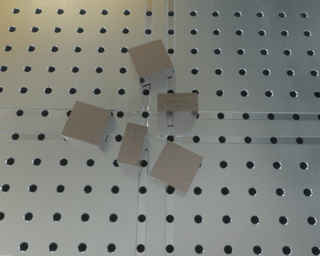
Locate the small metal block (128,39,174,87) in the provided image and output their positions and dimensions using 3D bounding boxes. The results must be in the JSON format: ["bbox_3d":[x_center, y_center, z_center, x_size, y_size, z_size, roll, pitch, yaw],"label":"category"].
[{"bbox_3d":[-0.013,-0.094,0.446,0.050,0.025,0.050,-20,71,-7],"label":"small metal block"}]

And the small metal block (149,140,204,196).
[{"bbox_3d":[0.021,0.051,0.393,0.050,0.025,0.050,26,72,9],"label":"small metal block"}]

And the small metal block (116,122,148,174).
[{"bbox_3d":[-0.032,0.027,0.389,0.025,0.050,0.050,12,71,4],"label":"small metal block"}]

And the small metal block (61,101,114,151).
[{"bbox_3d":[-0.095,-0.003,0.412,0.050,0.025,0.050,17,71,6],"label":"small metal block"}]

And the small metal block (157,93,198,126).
[{"bbox_3d":[0.022,-0.024,0.407,0.050,0.050,0.025,-1,70,0],"label":"small metal block"}]
